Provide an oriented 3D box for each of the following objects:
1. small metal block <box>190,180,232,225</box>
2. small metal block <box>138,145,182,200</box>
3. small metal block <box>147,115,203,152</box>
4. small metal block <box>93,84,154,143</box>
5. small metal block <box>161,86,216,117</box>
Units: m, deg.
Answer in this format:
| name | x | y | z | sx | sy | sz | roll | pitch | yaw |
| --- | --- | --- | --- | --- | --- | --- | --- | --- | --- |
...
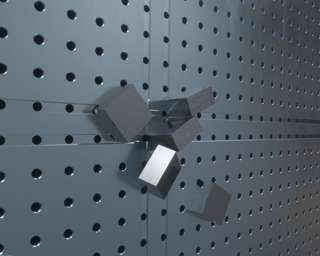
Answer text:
| name | x | y | z | sx | sy | sz | roll | pitch | yaw |
| --- | --- | --- | --- | --- | --- | --- | --- | --- | --- |
| small metal block | 0.080 | 0.115 | 0.479 | 0.050 | 0.025 | 0.050 | 38 | 67 | -34 |
| small metal block | 0.002 | 0.058 | 0.399 | 0.050 | 0.025 | 0.050 | -59 | 154 | -23 |
| small metal block | 0.020 | 0.007 | 0.411 | 0.050 | 0.050 | 0.025 | -37 | 110 | -34 |
| small metal block | -0.043 | -0.018 | 0.375 | 0.050 | 0.025 | 0.050 | -48 | 119 | -29 |
| small metal block | 0.039 | -0.036 | 0.428 | 0.050 | 0.050 | 0.025 | -28 | 108 | -37 |
